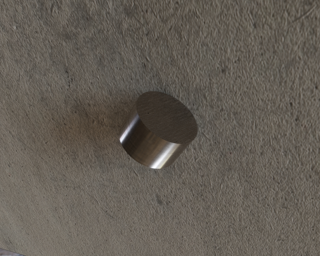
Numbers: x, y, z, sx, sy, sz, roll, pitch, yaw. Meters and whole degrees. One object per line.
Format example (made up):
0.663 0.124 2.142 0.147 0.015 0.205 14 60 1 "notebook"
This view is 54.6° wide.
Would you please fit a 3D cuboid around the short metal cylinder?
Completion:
-0.002 0.002 0.374 0.080 0.080 0.050 38 129 2 "short metal cylinder"
